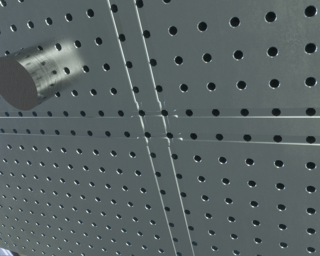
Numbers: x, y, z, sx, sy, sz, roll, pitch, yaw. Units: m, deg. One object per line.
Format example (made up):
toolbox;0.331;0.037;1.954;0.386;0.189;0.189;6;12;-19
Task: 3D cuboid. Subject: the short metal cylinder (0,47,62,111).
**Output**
short metal cylinder;-0.192;-0.072;0.449;0.080;0.050;0.079;13;124;20
